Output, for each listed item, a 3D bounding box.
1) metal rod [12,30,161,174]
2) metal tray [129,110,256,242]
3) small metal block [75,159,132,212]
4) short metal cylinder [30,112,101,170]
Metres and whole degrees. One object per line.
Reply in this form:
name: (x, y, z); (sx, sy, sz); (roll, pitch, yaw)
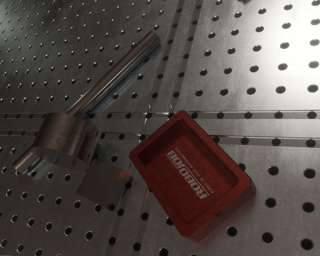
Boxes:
metal rod: (-0.113, -0.043, 0.491); (0.300, 0.025, 0.025); (-45, 51, -4)
metal tray: (0.032, 0.049, 0.356); (0.090, 0.030, 0.130); (-40, 51, 0)
small metal block: (-0.073, 0.073, 0.400); (0.050, 0.025, 0.050); (15, 69, 33)
short metal cylinder: (-0.128, 0.020, 0.425); (0.080, 0.080, 0.050); (1, 62, 28)
